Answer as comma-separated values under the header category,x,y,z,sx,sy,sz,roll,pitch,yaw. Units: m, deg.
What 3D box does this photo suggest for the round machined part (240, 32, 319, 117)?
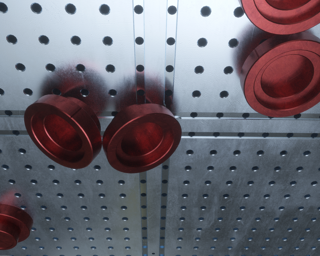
category,x,y,z,sx,sy,sz,roll,pitch,yaw
round machined part,0.140,-0.063,0.349,0.099,0.042,0.097,-1,130,0

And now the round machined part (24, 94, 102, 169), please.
category,x,y,z,sx,sy,sz,roll,pitch,yaw
round machined part,-0.113,0.000,0.384,0.098,0.042,0.097,15,131,19

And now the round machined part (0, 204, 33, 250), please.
category,x,y,z,sx,sy,sz,roll,pitch,yaw
round machined part,-0.283,0.181,0.551,0.099,0.042,0.097,-1,130,0

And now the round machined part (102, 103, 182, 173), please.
category,x,y,z,sx,sy,sz,roll,pitch,yaw
round machined part,-0.026,0.008,0.392,0.099,0.042,0.097,-17,135,-17

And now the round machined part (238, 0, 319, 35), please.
category,x,y,z,sx,sy,sz,roll,pitch,yaw
round machined part,0.119,-0.140,0.283,0.099,0.042,0.097,-1,130,0
